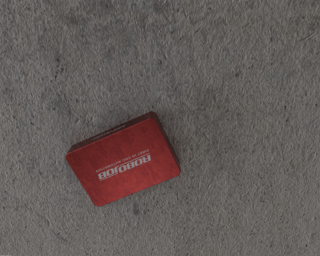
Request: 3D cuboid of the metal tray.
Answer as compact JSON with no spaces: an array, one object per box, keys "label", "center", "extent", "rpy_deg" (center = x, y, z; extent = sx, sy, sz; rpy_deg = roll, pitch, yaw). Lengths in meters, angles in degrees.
[{"label":"metal tray","center":[-0.048,0.044,0.423],"extent":[0.130,0.030,0.090],"rpy_deg":[-23,109,8]}]
